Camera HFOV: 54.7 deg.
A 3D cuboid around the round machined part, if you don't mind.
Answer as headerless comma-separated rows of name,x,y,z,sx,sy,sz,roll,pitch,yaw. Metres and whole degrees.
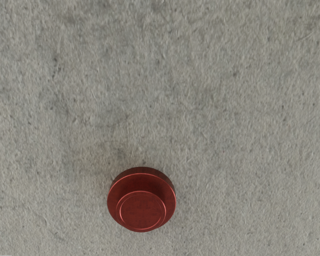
round machined part,-0.026,0.108,0.440,0.099,0.042,0.097,0,110,-1
